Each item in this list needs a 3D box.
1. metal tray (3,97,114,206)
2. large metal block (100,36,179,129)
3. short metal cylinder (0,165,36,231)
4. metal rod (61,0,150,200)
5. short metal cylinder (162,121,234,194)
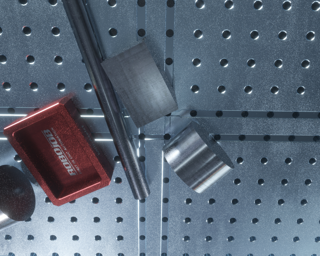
[{"bbox_3d":[-0.134,0.035,0.421,0.090,0.030,0.129,-24,109,8],"label":"metal tray"},{"bbox_3d":[-0.021,-0.057,0.363,0.050,0.080,0.080,-25,108,9],"label":"large metal block"},{"bbox_3d":[-0.216,0.096,0.417,0.050,0.080,0.080,-25,108,9],"label":"short metal cylinder"},{"bbox_3d":[-0.067,-0.038,0.398,0.025,0.025,0.298,-15,110,5],"label":"metal rod"},{"bbox_3d":[0.049,0.037,0.398,0.050,0.080,0.080,-43,105,14],"label":"short metal cylinder"}]
